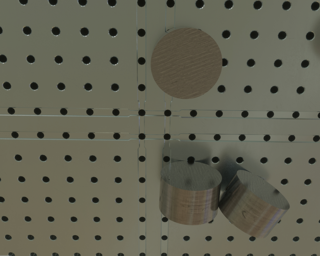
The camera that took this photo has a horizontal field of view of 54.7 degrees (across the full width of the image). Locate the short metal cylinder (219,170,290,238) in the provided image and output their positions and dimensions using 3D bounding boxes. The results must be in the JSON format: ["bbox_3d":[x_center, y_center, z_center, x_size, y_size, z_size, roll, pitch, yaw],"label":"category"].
[{"bbox_3d":[0.127,0.102,0.424,0.080,0.080,0.050,26,108,-10],"label":"short metal cylinder"}]

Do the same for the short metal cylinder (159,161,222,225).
[{"bbox_3d":[0.040,0.084,0.416,0.081,0.080,0.050,2,110,-1],"label":"short metal cylinder"}]

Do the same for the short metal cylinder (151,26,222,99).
[{"bbox_3d":[0.030,-0.080,0.371,0.081,0.050,0.079,0,110,0],"label":"short metal cylinder"}]
